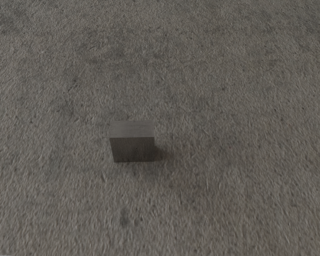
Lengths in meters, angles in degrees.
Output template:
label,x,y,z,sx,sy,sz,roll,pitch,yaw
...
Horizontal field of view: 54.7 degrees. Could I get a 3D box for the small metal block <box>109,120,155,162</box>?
label,x,y,z,sx,sy,sz,roll,pitch,yaw
small metal block,-0.032,0.017,0.373,0.050,0.050,0.025,-1,50,-1
